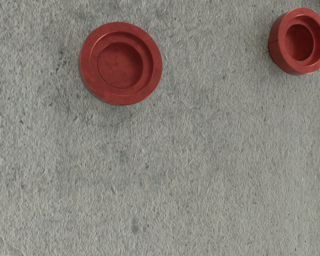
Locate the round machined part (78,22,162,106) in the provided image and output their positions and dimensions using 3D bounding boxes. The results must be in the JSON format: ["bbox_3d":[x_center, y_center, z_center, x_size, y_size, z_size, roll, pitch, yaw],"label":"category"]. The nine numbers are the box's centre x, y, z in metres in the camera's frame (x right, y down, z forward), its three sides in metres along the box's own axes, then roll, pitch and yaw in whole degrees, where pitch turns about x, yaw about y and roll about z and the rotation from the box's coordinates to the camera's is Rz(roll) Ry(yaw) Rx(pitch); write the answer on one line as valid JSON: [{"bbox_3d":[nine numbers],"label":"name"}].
[{"bbox_3d":[-0.050,-0.076,0.381,0.099,0.042,0.097,0,90,-20],"label":"round machined part"}]

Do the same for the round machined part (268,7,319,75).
[{"bbox_3d":[0.207,-0.129,0.476,0.099,0.042,0.097,0,90,-20],"label":"round machined part"}]
